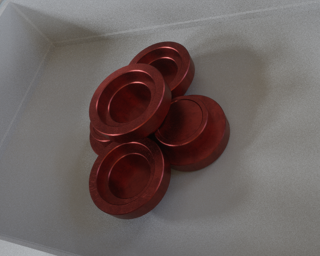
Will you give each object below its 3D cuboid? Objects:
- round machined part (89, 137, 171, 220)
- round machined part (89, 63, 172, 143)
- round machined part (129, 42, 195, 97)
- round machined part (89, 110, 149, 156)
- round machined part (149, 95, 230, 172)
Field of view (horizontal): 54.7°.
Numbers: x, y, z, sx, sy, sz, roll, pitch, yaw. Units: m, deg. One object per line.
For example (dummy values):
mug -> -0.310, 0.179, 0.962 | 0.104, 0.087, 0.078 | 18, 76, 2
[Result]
round machined part -> -0.032, 0.060, 0.371 | 0.098, 0.042, 0.098 | -13, 56, 20
round machined part -> -0.031, -0.025, 0.369 | 0.098, 0.042, 0.098 | -13, 56, 20
round machined part -> 0.002, -0.069, 0.432 | 0.098, 0.042, 0.098 | -13, 56, 20
round machined part -> -0.056, -0.003, 0.422 | 0.098, 0.042, 0.098 | -13, 56, 20
round machined part -> 0.031, 0.000, 0.375 | 0.098, 0.042, 0.098 | -13, 56, 20
